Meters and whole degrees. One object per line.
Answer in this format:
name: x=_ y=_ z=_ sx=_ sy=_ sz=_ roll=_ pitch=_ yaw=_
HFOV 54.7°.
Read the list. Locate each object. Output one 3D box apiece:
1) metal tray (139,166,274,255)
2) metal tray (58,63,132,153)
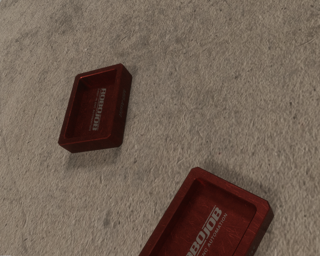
metal tray: x=0.041 y=0.114 z=0.307 sx=0.090 sy=0.030 sz=0.130 roll=24 pitch=74 yaw=36
metal tray: x=-0.095 y=-0.031 z=0.467 sx=0.090 sy=0.030 sz=0.130 roll=-9 pitch=58 yaw=23
